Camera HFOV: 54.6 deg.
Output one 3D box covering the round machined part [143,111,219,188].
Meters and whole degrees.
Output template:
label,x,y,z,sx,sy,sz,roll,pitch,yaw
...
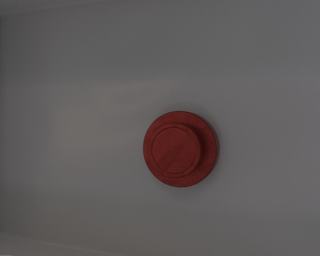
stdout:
label,x,y,z,sx,sy,sz,roll,pitch,yaw
round machined part,0.023,0.027,0.394,0.098,0.042,0.097,0,90,20
